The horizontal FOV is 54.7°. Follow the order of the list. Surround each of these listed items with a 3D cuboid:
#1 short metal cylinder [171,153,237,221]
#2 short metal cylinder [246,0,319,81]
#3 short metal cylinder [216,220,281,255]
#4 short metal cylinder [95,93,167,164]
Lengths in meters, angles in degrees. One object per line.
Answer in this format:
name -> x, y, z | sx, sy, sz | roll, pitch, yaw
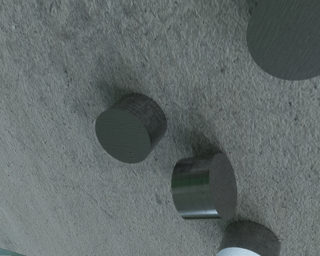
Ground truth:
short metal cylinder -> 0.057, 0.074, 0.387 | 0.050, 0.080, 0.080 | -12, 112, 33
short metal cylinder -> 0.122, -0.088, 0.272 | 0.080, 0.050, 0.079 | 13, 124, 21
short metal cylinder -> 0.124, 0.178, 0.435 | 0.080, 0.050, 0.079 | 13, 124, 21
short metal cylinder -> -0.038, 0.000, 0.411 | 0.080, 0.050, 0.079 | 13, 124, 21
